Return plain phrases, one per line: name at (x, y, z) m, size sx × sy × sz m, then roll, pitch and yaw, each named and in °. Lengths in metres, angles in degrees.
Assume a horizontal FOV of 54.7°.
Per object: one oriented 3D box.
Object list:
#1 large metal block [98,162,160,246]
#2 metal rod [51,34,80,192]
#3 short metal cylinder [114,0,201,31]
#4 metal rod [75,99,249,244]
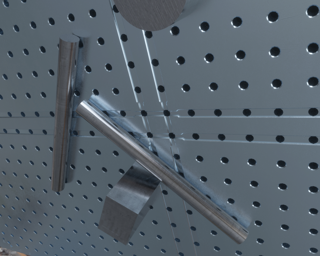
large metal block at (-0.045, 0.114, 0.470) m, size 0.050 × 0.080 × 0.079 m, roll 28°, pitch 128°, yaw 11°
metal rod at (-0.154, -0.003, 0.490) m, size 0.025 × 0.025 × 0.298 m, roll 27°, pitch 128°, yaw 11°
short metal cylinder at (-0.002, -0.143, 0.308) m, size 0.080 × 0.050 × 0.079 m, roll 13°, pitch 124°, yaw 21°
metal rod at (0.002, 0.062, 0.448) m, size 0.300 × 0.025 × 0.025 m, roll 39°, pitch 129°, yaw 1°
